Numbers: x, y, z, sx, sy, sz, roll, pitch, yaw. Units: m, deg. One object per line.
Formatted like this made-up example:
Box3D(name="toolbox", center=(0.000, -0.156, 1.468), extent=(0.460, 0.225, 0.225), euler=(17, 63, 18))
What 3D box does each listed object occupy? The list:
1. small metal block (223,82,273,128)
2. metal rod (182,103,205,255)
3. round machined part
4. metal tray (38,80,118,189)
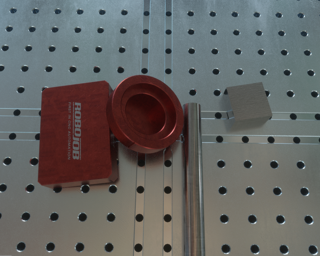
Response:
Box3D(name="small metal block", center=(0.119, -0.032, 0.425), extent=(0.050, 0.025, 0.050), euler=(-9, 70, -4))
Box3D(name="metal rod", center=(0.041, 0.111, 0.371), extent=(0.025, 0.025, 0.299), euler=(1, 70, 0))
Box3D(name="round machined part", center=(-0.022, -0.014, 0.394), extent=(0.099, 0.042, 0.098), euler=(12, 65, -27))
Box3D(name="metal tray", center=(-0.105, 0.007, 0.400), extent=(0.091, 0.030, 0.129), euler=(-7, 70, 4))
